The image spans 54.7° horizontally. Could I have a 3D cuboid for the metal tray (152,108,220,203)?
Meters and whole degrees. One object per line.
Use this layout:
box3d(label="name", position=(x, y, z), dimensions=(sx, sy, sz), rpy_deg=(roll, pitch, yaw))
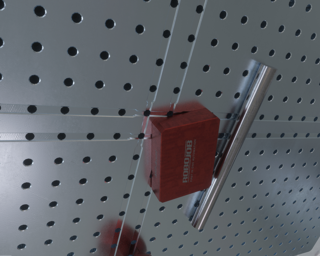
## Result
box3d(label="metal tray", position=(0.035, 0.042, 0.453), dimensions=(0.091, 0.030, 0.129), rpy_deg=(-13, 124, -22))

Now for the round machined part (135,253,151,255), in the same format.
box3d(label="round machined part", position=(-0.044, 0.258, 0.513), dimensions=(0.042, 0.098, 0.097), rpy_deg=(5, 123, 11))

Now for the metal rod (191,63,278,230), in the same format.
box3d(label="metal rod", position=(0.112, 0.042, 0.498), dimensions=(0.025, 0.025, 0.298), rpy_deg=(5, 116, -31))
